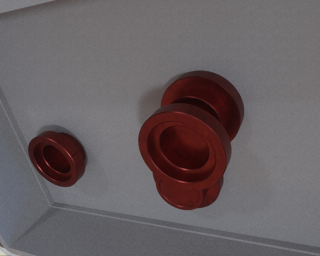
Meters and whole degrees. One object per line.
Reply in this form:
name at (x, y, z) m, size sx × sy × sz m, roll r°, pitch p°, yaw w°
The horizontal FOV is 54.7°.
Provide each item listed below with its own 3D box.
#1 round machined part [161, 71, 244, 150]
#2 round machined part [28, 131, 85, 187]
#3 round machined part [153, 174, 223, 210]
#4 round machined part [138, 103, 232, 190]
round machined part at (0.045, -0.014, 0.365) m, size 0.098 × 0.042 × 0.097 m, roll 13°, pitch 124°, yaw 21°
round machined part at (-0.164, 0.046, 0.513) m, size 0.098 × 0.042 × 0.097 m, roll 13°, pitch 124°, yaw 21°
round machined part at (0.033, 0.073, 0.425) m, size 0.098 × 0.042 × 0.097 m, roll 13°, pitch 124°, yaw 21°
round machined part at (0.029, 0.017, 0.338) m, size 0.098 × 0.042 × 0.097 m, roll 13°, pitch 124°, yaw 21°
